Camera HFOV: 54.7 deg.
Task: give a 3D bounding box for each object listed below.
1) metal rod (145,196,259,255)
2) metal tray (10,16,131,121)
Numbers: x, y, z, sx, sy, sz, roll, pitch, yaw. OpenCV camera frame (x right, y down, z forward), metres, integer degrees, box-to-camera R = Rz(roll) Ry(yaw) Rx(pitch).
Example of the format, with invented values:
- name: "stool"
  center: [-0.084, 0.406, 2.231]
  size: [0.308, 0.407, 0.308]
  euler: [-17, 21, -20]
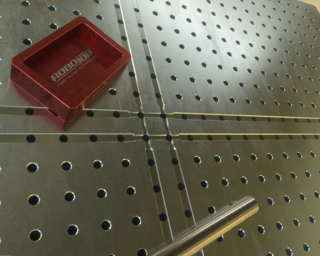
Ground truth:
- name: "metal rod"
  center: [0.003, 0.139, 0.326]
  size: [0.302, 0.025, 0.025]
  euler: [-17, 71, -35]
- name: "metal tray"
  center: [-0.109, -0.081, 0.396]
  size: [0.090, 0.030, 0.130]
  euler: [38, 51, -3]
